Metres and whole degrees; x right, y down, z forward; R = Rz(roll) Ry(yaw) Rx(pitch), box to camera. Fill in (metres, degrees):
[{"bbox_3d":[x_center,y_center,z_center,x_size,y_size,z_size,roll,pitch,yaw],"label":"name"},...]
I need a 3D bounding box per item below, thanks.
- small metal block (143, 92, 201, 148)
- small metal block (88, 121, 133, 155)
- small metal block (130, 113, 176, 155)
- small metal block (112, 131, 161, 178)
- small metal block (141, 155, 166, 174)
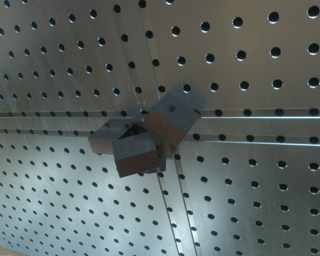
[{"bbox_3d":[0.015,-0.012,0.380,0.050,0.050,0.025,37,128,3],"label":"small metal block"},{"bbox_3d":[-0.064,0.013,0.437,0.050,0.050,0.025,2,120,28],"label":"small metal block"},{"bbox_3d":[-0.007,0.008,0.420,0.050,0.025,0.050,1,119,27],"label":"small metal block"},{"bbox_3d":[-0.031,0.032,0.386,0.050,0.050,0.025,-15,117,-6],"label":"small metal block"},{"bbox_3d":[-0.025,0.048,0.435,0.050,0.050,0.025,2,88,28],"label":"small metal block"}]
